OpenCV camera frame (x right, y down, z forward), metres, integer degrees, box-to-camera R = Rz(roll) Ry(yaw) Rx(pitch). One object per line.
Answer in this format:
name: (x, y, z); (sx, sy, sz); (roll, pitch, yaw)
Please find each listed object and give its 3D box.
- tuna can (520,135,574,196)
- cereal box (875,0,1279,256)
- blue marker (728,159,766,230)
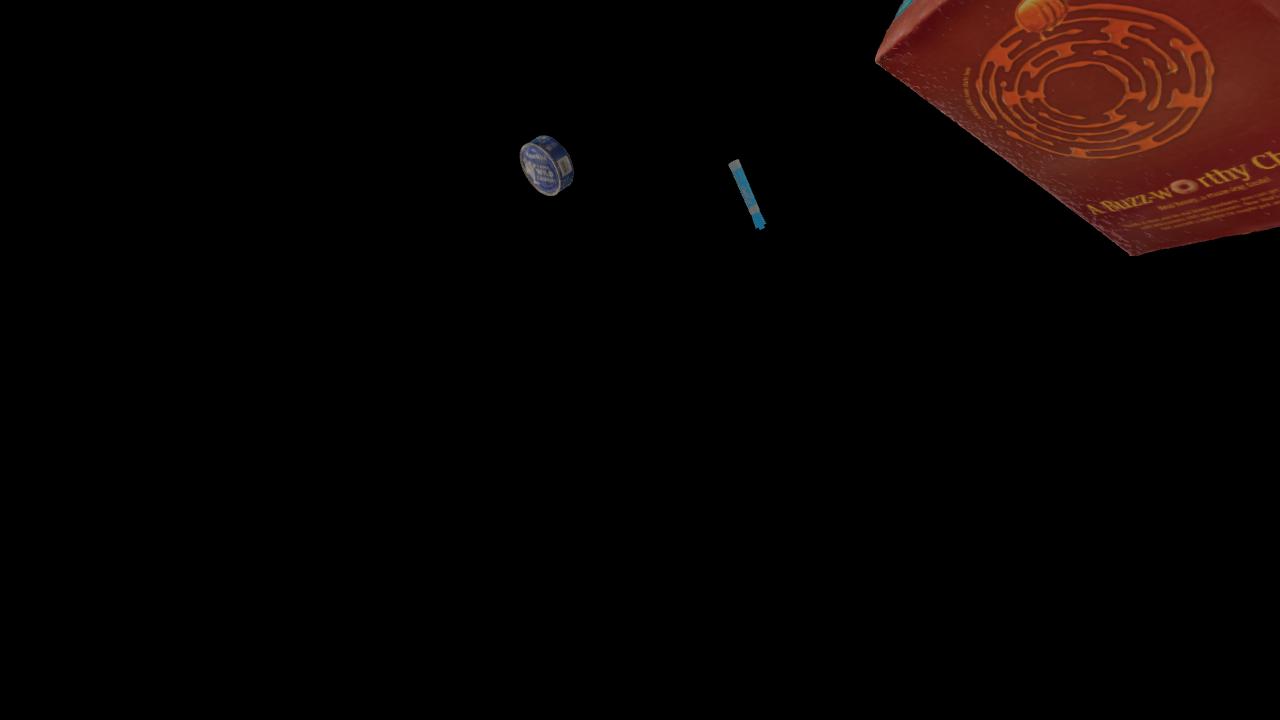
tuna can: (-0.139, -0.292, 0.923); (0.034, 0.084, 0.084); (-44, 25, -29)
cereal box: (0.353, -0.202, 0.436); (0.306, 0.081, 0.203); (32, -9, -9)
blue marker: (0.179, -0.273, 1.020); (0.020, 0.121, 0.020); (-25, 6, 3)
